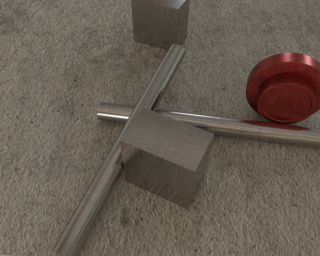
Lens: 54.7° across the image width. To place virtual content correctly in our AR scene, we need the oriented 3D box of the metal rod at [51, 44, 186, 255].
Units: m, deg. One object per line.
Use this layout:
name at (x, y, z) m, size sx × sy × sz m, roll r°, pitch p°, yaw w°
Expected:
metal rod at (-0.034, 0.007, 0.371) m, size 0.025 × 0.025 × 0.300 m, roll 19°, pitch 60°, yaw 14°

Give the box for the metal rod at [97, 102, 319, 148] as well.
metal rod at (0.068, -0.004, 0.407) m, size 0.302 × 0.025 × 0.025 m, roll 7°, pitch 50°, yaw 5°

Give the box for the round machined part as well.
round machined part at (0.160, -0.042, 0.393) m, size 0.098 × 0.097 × 0.042 m, roll 12°, pitch 49°, yaw 9°

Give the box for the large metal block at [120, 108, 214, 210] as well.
large metal block at (0.007, 0.034, 0.339) m, size 0.080 × 0.080 × 0.050 m, roll 21°, pitch 53°, yaw 16°

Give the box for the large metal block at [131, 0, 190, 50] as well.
large metal block at (0.001, -0.184, 0.522) m, size 0.080 × 0.080 × 0.050 m, roll 19°, pitch 53°, yaw 15°
